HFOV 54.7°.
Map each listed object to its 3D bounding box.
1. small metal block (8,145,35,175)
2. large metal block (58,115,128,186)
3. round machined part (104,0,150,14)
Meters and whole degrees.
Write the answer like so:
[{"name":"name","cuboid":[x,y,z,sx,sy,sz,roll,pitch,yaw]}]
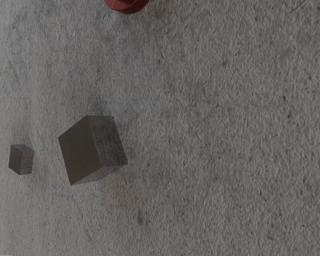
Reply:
[{"name":"small metal block","cuboid":[-0.288,0.065,0.643,0.050,0.025,0.050,18,102,38]},{"name":"large metal block","cuboid":[-0.104,0.034,0.475,0.080,0.050,0.080,-31,71,35]},{"name":"round machined part","cuboid":[-0.052,-0.216,0.437,0.098,0.042,0.097,0,90,40]}]
